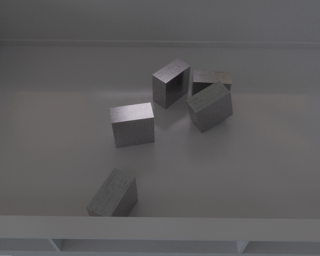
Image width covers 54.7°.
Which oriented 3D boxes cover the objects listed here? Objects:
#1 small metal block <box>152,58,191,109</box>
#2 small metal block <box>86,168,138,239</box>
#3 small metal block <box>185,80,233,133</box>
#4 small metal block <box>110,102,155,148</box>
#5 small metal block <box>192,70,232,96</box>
[{"bbox_3d":[0.016,-0.063,0.442,0.025,0.050,0.050,36,59,26],"label":"small metal block"},{"bbox_3d":[-0.047,0.079,0.322,0.025,0.050,0.050,21,53,16],"label":"small metal block"},{"bbox_3d":[0.065,-0.027,0.404,0.050,0.050,0.025,-31,55,-4],"label":"small metal block"},{"bbox_3d":[-0.034,-0.003,0.391,0.050,0.050,0.025,-8,51,-7],"label":"small metal block"},{"bbox_3d":[0.070,-0.053,0.433,0.050,0.050,0.025,3,50,3],"label":"small metal block"}]
